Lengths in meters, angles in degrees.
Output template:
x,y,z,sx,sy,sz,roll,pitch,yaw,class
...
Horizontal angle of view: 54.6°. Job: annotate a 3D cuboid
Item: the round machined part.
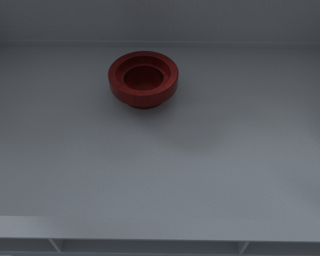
x,y,z,sx,sy,sz,roll,pitch,yaw,class
-0.023,-0.065,0.449,0.099,0.042,0.098,0,50,0,round machined part
